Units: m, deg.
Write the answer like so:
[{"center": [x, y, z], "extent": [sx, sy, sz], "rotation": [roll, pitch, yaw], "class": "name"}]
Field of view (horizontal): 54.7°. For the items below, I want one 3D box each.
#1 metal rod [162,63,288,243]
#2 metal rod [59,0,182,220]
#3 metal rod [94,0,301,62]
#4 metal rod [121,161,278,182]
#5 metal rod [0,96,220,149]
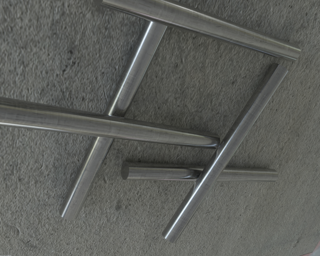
[{"center": [0.094, 0.039, 0.456], "extent": [0.025, 0.025, 0.299], "rotation": [30, 94, -38], "class": "metal rod"}, {"center": [-0.055, -0.013, 0.368], "extent": [0.025, 0.025, 0.298], "rotation": [16, 110, -35], "class": "metal rod"}, {"center": [0.069, -0.112, 0.352], "extent": [0.302, 0.025, 0.025], "rotation": [2, 118, -37], "class": "metal rod"}, {"center": [0.081, 0.073, 0.495], "extent": [0.302, 0.025, 0.025], "rotation": [7, 115, -32], "class": "metal rod"}, {"center": [-0.030, 0.002, 0.361], "extent": [0.302, 0.025, 0.025], "rotation": [9, 114, -43], "class": "metal rod"}]
